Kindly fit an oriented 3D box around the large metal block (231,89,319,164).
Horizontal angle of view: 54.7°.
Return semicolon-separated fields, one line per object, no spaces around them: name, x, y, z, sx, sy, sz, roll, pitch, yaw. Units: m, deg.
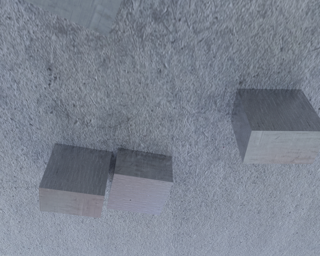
large metal block;0.135;-0.004;0.369;0.081;0.080;0.050;1;130;-1

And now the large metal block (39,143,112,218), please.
large metal block;-0.115;0.072;0.431;0.081;0.080;0.050;10;129;-8

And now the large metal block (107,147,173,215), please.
large metal block;-0.031;0.081;0.459;0.081;0.050;0.079;10;130;-9

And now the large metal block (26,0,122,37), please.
large metal block;-0.068;-0.131;0.259;0.080;0.080;0.050;20;127;-17
